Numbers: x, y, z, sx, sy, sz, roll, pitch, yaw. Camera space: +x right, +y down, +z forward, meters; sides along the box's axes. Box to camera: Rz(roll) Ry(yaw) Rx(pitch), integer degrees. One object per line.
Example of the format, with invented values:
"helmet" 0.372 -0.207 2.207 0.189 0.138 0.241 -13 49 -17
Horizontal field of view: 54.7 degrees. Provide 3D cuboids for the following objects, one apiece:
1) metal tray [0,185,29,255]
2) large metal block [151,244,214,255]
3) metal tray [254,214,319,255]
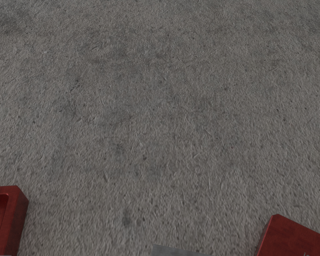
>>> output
"metal tray" -0.210 0.107 0.308 0.131 0.030 0.090 -3 50 -3
"large metal block" 0.012 0.149 0.242 0.050 0.080 0.080 9 51 7
"metal tray" 0.120 0.153 0.272 0.090 0.030 0.130 24 54 19
